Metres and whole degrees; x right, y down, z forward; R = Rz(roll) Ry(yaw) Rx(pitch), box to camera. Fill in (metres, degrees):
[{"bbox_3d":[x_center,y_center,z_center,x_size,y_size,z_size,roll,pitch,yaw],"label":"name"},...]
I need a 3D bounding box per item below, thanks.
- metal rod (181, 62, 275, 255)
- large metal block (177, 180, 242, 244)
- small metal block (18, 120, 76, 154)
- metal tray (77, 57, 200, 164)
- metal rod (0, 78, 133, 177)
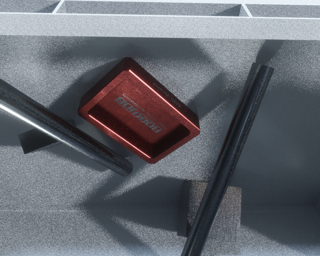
[{"bbox_3d":[0.076,0.065,0.394,0.025,0.025,0.298,14,106,-12],"label":"metal rod"},{"bbox_3d":[0.075,0.129,0.474,0.081,0.080,0.050,10,162,-9],"label":"large metal block"},{"bbox_3d":[-0.141,0.010,0.397,0.050,0.050,0.025,-20,89,16],"label":"small metal block"},{"bbox_3d":[-0.024,-0.016,0.392,0.090,0.030,0.130,-36,122,26],"label":"metal tray"},{"bbox_3d":[-0.121,-0.004,0.346,0.025,0.025,0.300,-24,145,18],"label":"metal rod"}]
